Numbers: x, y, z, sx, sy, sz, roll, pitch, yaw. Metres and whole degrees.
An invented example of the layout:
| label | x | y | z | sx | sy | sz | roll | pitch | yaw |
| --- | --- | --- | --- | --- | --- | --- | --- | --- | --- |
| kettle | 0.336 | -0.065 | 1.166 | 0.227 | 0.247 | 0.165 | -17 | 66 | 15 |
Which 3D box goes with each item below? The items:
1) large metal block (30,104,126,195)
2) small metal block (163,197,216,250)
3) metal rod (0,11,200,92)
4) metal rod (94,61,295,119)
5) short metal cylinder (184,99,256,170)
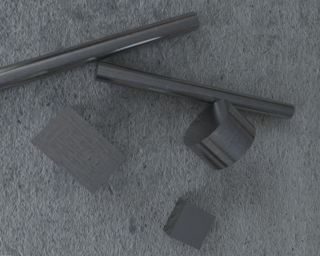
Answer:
| label | x | y | z | sx | sy | sz | roll | pitch | yaw |
| --- | --- | --- | --- | --- | --- | --- | --- | --- | --- |
| large metal block | -0.093 | 0.022 | 0.346 | 0.080 | 0.080 | 0.050 | 45 | 76 | -15 |
| small metal block | 0.040 | 0.131 | 0.425 | 0.050 | 0.025 | 0.050 | 31 | 80 | -18 |
| metal rod | -0.084 | -0.093 | 0.378 | 0.302 | 0.025 | 0.025 | -23 | 98 | -19 |
| metal rod | 0.062 | -0.048 | 0.433 | 0.302 | 0.025 | 0.025 | 9 | 87 | -20 |
| short metal cylinder | 0.078 | 0.008 | 0.410 | 0.050 | 0.080 | 0.080 | 42 | 77 | -16 |
